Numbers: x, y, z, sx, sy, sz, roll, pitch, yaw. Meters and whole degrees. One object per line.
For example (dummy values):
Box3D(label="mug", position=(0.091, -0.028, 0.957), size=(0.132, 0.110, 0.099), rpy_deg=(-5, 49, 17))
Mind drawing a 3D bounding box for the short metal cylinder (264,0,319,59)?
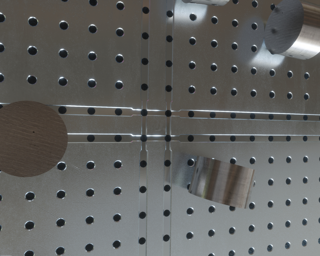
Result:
Box3D(label="short metal cylinder", position=(0.201, -0.145, 0.457), size=(0.050, 0.080, 0.080), rpy_deg=(5, 88, -20))

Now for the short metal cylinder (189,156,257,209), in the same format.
Box3D(label="short metal cylinder", position=(0.083, 0.071, 0.414), size=(0.081, 0.080, 0.050), rpy_deg=(16, 85, -20))

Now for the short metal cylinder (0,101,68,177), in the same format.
Box3D(label="short metal cylinder", position=(-0.146, 0.011, 0.345), size=(0.081, 0.050, 0.079), rpy_deg=(0, 90, -20))

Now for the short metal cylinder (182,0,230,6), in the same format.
Box3D(label="short metal cylinder", position=(0.062, -0.204, 0.406), size=(0.050, 0.080, 0.079), rpy_deg=(-3, 91, -20))
